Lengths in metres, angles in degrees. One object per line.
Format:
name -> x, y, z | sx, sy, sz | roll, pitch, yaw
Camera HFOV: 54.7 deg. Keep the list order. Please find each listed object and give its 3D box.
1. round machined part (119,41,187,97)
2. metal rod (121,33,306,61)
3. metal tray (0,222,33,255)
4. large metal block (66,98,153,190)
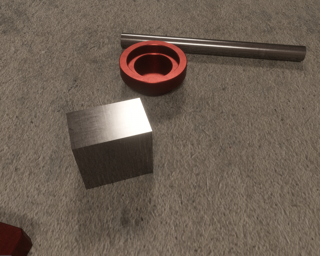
round machined part -> -0.010, -0.085, 0.464 | 0.099, 0.042, 0.098 | 0, 50, 0
metal rod -> 0.085, -0.136, 0.518 | 0.302, 0.025, 0.025 | 5, 50, 4
metal tray -> -0.204, 0.126, 0.292 | 0.131, 0.030, 0.090 | 13, 51, 10
large metal block -> -0.054, 0.019, 0.351 | 0.081, 0.080, 0.050 | -13, 52, -11
